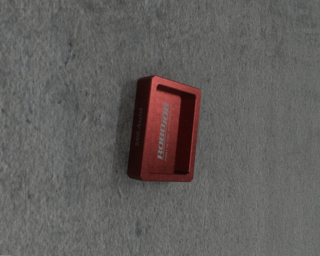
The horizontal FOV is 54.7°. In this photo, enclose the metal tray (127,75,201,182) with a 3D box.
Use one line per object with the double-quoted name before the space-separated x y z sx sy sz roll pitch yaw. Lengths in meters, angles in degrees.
"metal tray" 0.008 0.004 0.410 0.091 0.030 0.129 10 84 -40
